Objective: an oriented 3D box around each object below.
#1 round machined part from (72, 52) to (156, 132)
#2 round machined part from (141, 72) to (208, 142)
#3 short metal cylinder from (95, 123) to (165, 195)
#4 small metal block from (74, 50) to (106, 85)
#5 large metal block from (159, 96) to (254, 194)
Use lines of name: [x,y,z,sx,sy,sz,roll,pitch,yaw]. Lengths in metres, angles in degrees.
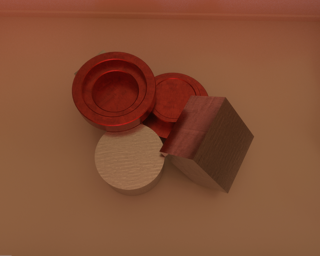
round machined part: [-0.054,-0.041,0.382,0.099,0.042,0.098,0,70,-1]
round machined part: [0.018,-0.031,0.409,0.099,0.042,0.098,0,70,-1]
short metal cylinder: [-0.035,0.039,0.380,0.081,0.050,0.080,0,70,0]
small metal block: [-0.082,-0.069,0.418,0.025,0.050,0.050,42,76,13]
large metal block: [0.058,0.019,0.365,0.050,0.080,0.080,9,63,47]
